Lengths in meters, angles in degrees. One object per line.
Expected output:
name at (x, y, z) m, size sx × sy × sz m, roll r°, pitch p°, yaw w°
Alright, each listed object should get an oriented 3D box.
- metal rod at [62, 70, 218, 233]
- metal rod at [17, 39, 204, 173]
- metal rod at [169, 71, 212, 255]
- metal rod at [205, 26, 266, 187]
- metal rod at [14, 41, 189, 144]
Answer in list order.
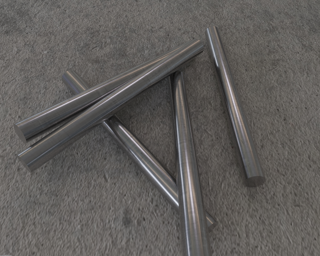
metal rod at (-0.043, 0.014, 0.391) m, size 0.025 × 0.025 × 0.300 m, roll -31°, pitch 57°, yaw -23°
metal rod at (-0.044, -0.044, 0.406) m, size 0.025 × 0.025 × 0.302 m, roll 35°, pitch 57°, yaw 26°
metal rod at (0.029, 0.025, 0.357) m, size 0.025 × 0.025 × 0.300 m, roll -1°, pitch 43°, yaw -1°
metal rod at (0.100, -0.054, 0.448) m, size 0.025 × 0.025 × 0.300 m, roll -2°, pitch 50°, yaw -2°
metal rod at (-0.052, -0.063, 0.429) m, size 0.025 × 0.025 × 0.302 m, roll 36°, pitch 51°, yaw 26°
